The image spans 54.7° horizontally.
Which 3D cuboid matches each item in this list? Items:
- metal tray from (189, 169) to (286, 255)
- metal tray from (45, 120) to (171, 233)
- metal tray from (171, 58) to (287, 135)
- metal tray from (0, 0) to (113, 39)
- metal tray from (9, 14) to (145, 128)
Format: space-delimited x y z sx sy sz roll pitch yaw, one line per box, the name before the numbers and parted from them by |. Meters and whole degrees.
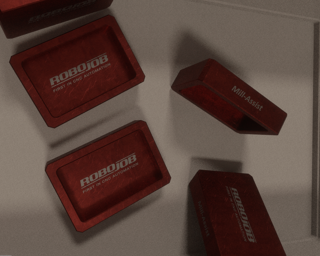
metal tray | 0.097 0.118 0.402 0.091 0.030 0.130 8 44 -20
metal tray | -0.062 0.056 0.385 0.131 0.030 0.090 -27 99 -18
metal tray | 0.088 -0.036 0.410 0.130 0.090 0.030 31 80 -18
metal tray | -0.111 -0.142 0.335 0.131 0.090 0.030 -26 99 -19
metal tray | -0.095 -0.068 0.373 0.131 0.030 0.090 -31 100 -18
